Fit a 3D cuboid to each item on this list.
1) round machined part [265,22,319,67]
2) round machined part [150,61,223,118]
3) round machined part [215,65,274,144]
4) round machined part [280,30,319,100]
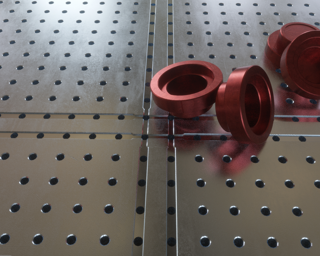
[{"bbox_3d":[0.229,-0.140,0.515,0.099,0.042,0.098,0,50,0],"label":"round machined part"},{"bbox_3d":[0.039,-0.050,0.430,0.098,0.042,0.098,-8,40,7],"label":"round machined part"},{"bbox_3d":[0.106,-0.028,0.395,0.042,0.098,0.098,-2,41,42],"label":"round machined part"},{"bbox_3d":[0.225,-0.089,0.454,0.099,0.042,0.098,0,80,-1],"label":"round machined part"}]
